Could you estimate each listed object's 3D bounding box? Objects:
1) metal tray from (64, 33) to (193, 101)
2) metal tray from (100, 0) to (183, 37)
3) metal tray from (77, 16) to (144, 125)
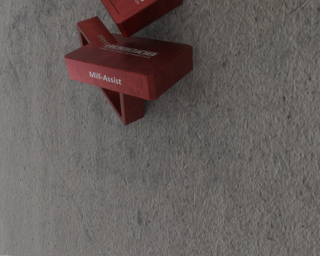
[{"bbox_3d":[-0.037,-0.080,0.376,0.130,0.090,0.030,18,131,29],"label":"metal tray"},{"bbox_3d":[-0.040,-0.192,0.407,0.090,0.030,0.130,-32,67,1],"label":"metal tray"},{"bbox_3d":[-0.067,-0.078,0.425,0.130,0.030,0.090,54,159,26],"label":"metal tray"}]
